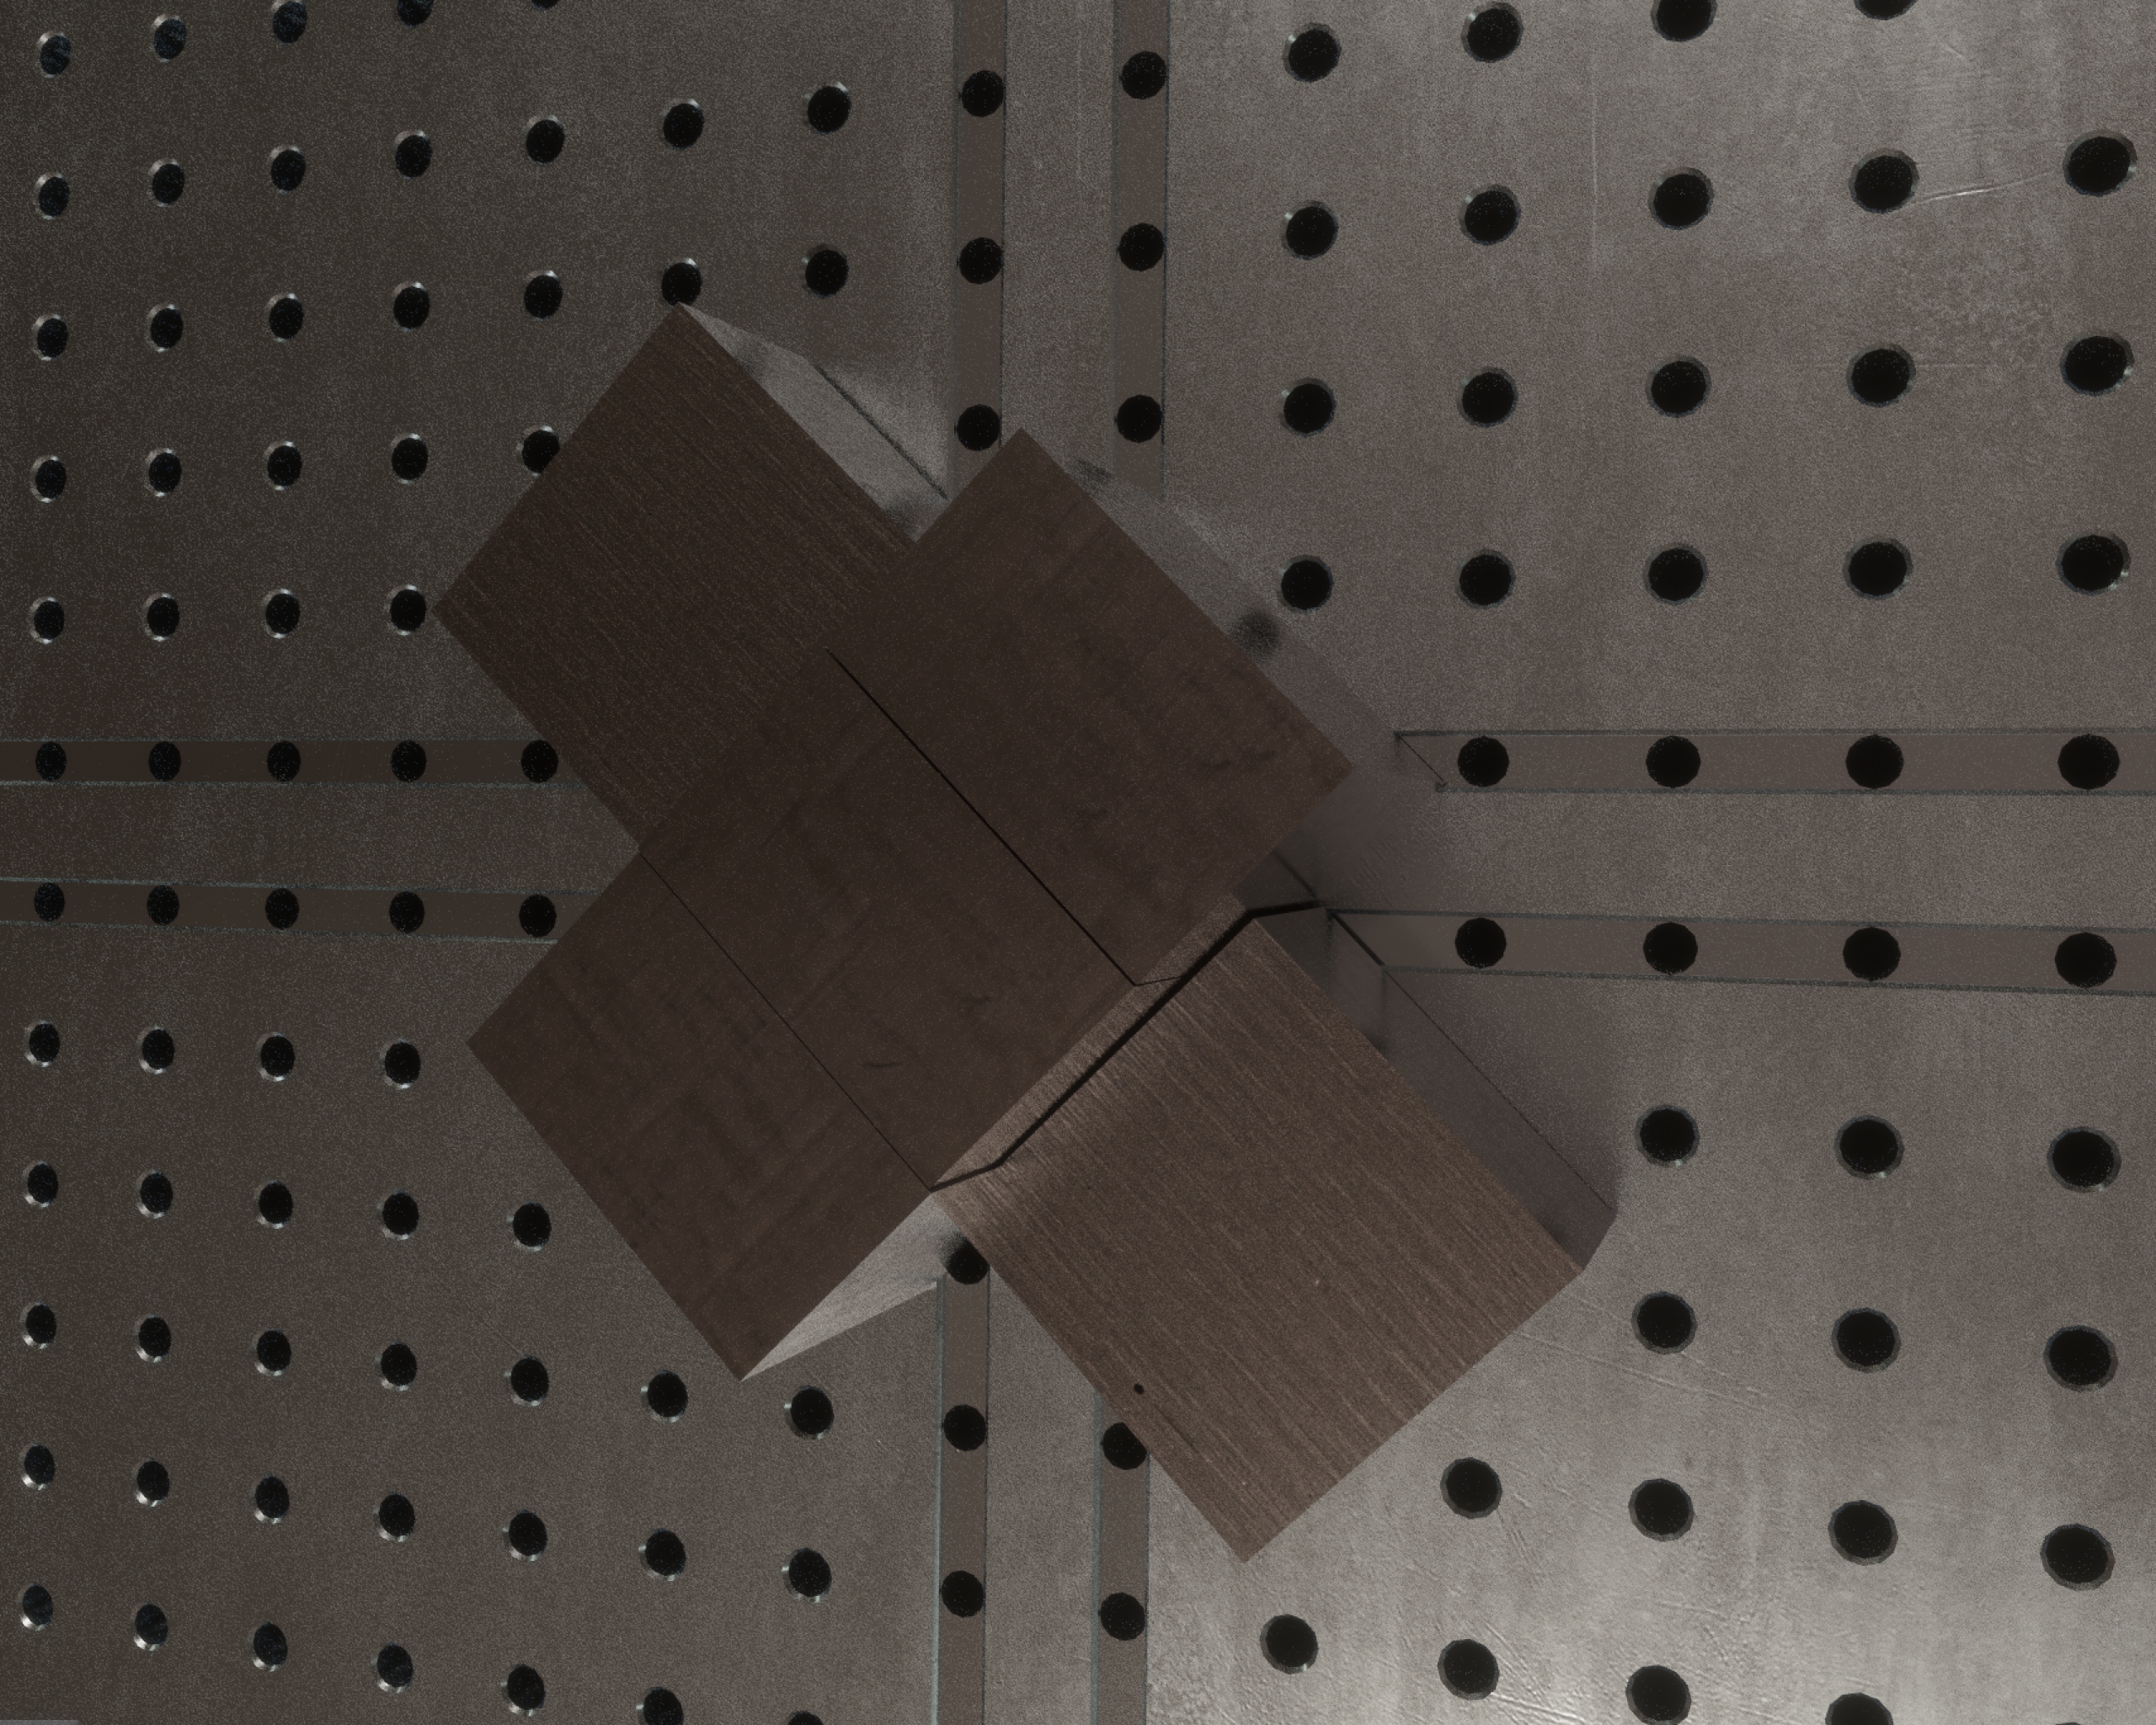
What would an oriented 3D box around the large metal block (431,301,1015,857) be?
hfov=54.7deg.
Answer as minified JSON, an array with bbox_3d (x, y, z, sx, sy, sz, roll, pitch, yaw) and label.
[{"bbox_3d":[-0.066,-0.050,0.419,0.080,0.050,0.080,47,105,13],"label":"large metal block"}]

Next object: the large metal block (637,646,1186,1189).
[{"bbox_3d":[-0.021,0.009,0.390,0.050,0.080,0.080,-46,76,14],"label":"large metal block"}]

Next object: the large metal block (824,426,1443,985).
[{"bbox_3d":[0.014,-0.026,0.378,0.050,0.080,0.080,-46,76,14],"label":"large metal block"}]

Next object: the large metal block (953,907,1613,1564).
[{"bbox_3d":[0.039,0.065,0.385,0.080,0.050,0.080,-46,76,15],"label":"large metal block"}]

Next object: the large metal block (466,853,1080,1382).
[{"bbox_3d":[-0.054,0.044,0.402,0.050,0.080,0.080,-46,76,14],"label":"large metal block"}]
